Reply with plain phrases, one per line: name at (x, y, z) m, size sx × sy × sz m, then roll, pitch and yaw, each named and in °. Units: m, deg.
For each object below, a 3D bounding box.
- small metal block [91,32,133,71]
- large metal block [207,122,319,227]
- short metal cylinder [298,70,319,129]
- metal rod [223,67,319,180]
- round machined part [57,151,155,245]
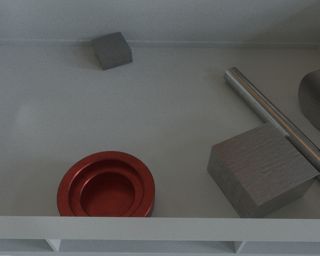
small metal block at (-0.078, -0.126, 0.507) m, size 0.050 × 0.025 × 0.050 m, roll -21°, pitch 56°, yaw -13°
large metal block at (0.111, 0.049, 0.349) m, size 0.081 × 0.050 × 0.080 m, roll -21°, pitch 53°, yaw -17°
short metal cylinder at (0.231, -0.042, 0.408) m, size 0.050 × 0.080 × 0.080 m, roll -17°, pitch 52°, yaw -14°
metal rod at (0.175, 0.019, 0.390) m, size 0.025 × 0.025 × 0.300 m, roll -21°, pitch 53°, yaw -17°
round machined part at (-0.054, 0.076, 0.330) m, size 0.099 × 0.042 × 0.098 m, roll 0°, pitch 50°, yaw 0°
